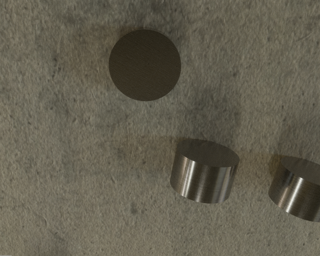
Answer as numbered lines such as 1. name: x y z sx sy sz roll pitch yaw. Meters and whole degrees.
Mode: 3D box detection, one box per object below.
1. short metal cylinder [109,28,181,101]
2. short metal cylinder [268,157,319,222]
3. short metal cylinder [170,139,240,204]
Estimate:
1. short metal cylinder: -0.017 -0.077 0.368 0.081 0.050 0.079 0 110 -1
2. short metal cylinder: 0.193 0.079 0.413 0.081 0.080 0.050 12 110 -5
3. short metal cylinder: 0.057 0.053 0.401 0.081 0.080 0.050 9 110 -4
